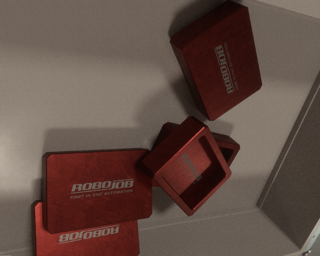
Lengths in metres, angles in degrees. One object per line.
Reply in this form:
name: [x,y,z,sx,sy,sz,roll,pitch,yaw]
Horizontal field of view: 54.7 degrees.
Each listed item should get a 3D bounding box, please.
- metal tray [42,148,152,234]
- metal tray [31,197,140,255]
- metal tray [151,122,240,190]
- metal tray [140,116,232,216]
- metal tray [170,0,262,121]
metal tray: [-0.075,0.073,0.385,0.131,0.030,0.089,-1,90,-29]
metal tray: [-0.095,0.133,0.406,0.131,0.030,0.089,-1,82,-28]
metal tray: [0.048,0.047,0.462,0.131,0.030,0.089,12,112,-34]
metal tray: [0.041,0.056,0.415,0.090,0.030,0.130,-44,137,-8]
metal tray: [0.076,-0.080,0.392,0.090,0.030,0.130,-34,134,-5]
